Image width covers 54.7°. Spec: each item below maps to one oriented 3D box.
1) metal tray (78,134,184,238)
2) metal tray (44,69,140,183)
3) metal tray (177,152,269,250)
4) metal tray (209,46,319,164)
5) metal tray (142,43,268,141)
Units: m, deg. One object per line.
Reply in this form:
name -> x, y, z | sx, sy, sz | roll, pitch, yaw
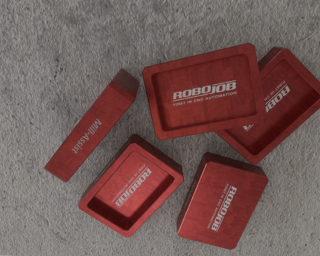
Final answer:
metal tray -> -0.041, 0.084, 0.437 | 0.090, 0.030, 0.130 | 37, 106, -13
metal tray -> -0.078, -0.006, 0.371 | 0.030, 0.090, 0.130 | 38, 106, -13
metal tray -> 0.086, 0.107, 0.447 | 0.091, 0.030, 0.129 | 16, 109, -6
metal tray -> 0.135, -0.027, 0.398 | 0.090, 0.030, 0.130 | 40, 105, -14
metal tray -> 0.052, -0.041, 0.369 | 0.130, 0.030, 0.089 | -10, 96, 14
